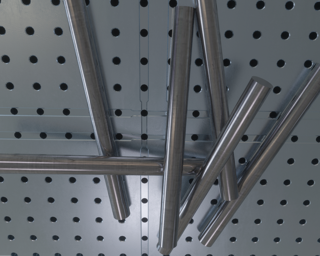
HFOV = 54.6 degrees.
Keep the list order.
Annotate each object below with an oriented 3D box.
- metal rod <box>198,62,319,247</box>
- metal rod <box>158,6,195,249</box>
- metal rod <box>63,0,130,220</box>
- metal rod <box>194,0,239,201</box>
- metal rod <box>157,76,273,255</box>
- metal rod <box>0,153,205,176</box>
[{"bbox_3d":[0.138,0.049,0.432,0.025,0.025,0.298,26,108,-9],"label":"metal rod"},{"bbox_3d":[0.019,0.007,0.387,0.025,0.025,0.298,3,99,-1],"label":"metal rod"},{"bbox_3d":[-0.078,-0.010,0.409,0.025,0.025,0.298,-8,110,3],"label":"metal rod"},{"bbox_3d":[0.071,-0.046,0.388,0.025,0.025,0.298,-9,107,3],"label":"metal rod"},{"bbox_3d":[0.059,0.069,0.409,0.025,0.025,0.298,20,120,-7],"label":"metal rod"},{"bbox_3d":[-0.073,0.048,0.401,0.302,0.025,0.025,3,111,-13],"label":"metal rod"}]
